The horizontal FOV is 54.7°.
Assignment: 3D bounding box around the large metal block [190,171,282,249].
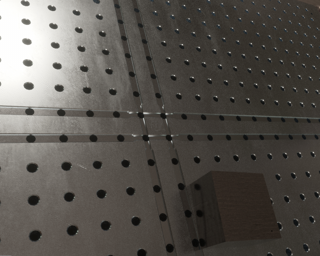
[{"bbox_3d":[0.090,0.101,0.381,0.081,0.050,0.080,7,59,-25],"label":"large metal block"}]
